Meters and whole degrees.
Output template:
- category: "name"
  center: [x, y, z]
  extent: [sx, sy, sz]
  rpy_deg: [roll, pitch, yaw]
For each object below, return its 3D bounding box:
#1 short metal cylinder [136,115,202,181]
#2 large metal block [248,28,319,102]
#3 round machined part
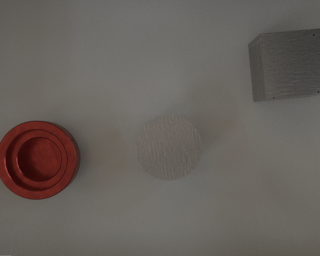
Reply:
- category: "short metal cylinder"
  center: [0.011, 0.024, 0.399]
  extent: [0.081, 0.050, 0.079]
  rpy_deg: [0, 90, -1]
- category: "large metal block"
  center: [0.165, -0.079, 0.401]
  extent: [0.081, 0.050, 0.079]
  rpy_deg: [-5, 90, -1]
- category: "round machined part"
  center: [-0.152, 0.039, 0.401]
  extent: [0.099, 0.042, 0.097]
  rpy_deg: [0, 90, -1]
